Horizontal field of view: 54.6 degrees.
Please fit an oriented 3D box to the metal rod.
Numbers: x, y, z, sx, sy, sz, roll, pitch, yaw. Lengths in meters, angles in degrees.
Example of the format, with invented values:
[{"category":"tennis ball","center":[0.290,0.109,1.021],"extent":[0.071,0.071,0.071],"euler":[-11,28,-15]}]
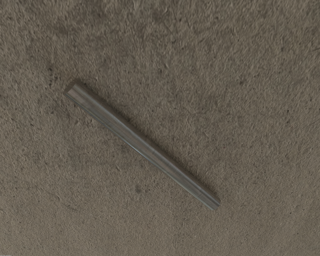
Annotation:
[{"category":"metal rod","center":[-0.008,0.038,0.438],"extent":[0.025,0.025,0.300],"euler":[-33,123,25]}]
